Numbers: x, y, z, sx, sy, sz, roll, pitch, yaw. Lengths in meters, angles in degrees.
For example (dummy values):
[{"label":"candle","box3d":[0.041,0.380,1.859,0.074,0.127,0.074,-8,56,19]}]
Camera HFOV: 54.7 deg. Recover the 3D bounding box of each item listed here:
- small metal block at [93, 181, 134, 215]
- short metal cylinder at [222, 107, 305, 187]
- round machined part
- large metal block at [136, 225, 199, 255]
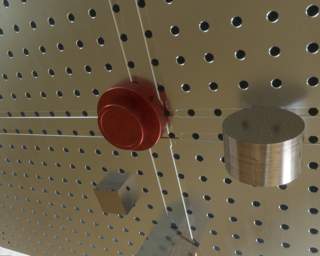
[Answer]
[{"label":"small metal block","box3d":[-0.078,0.118,0.526,0.050,0.025,0.050,-2,118,29]},{"label":"short metal cylinder","box3d":[0.109,0.017,0.329,0.080,0.080,0.050,5,120,26]},{"label":"round machined part","box3d":[-0.044,-0.009,0.418,0.098,0.042,0.097,13,124,20]},{"label":"large metal block","box3d":[0.005,0.214,0.506,0.080,0.080,0.050,-31,101,38]}]
